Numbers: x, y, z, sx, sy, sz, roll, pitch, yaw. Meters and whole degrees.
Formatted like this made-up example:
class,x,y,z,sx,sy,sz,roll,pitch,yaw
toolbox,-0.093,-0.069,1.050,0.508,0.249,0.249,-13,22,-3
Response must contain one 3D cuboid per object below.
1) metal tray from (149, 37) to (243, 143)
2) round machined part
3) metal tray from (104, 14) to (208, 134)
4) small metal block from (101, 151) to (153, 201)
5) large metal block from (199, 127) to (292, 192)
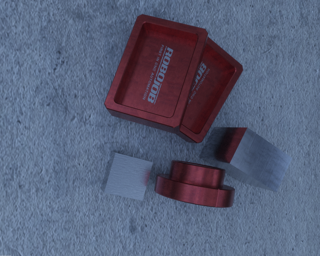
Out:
class,x,y,z,sx,sy,sz,roll,pitch,yaw
metal tray,0.046,-0.055,0.424,0.090,0.030,0.130,35,79,-17
round machined part,0.045,0.066,0.388,0.099,0.098,0.042,11,86,-20
metal tray,-0.002,-0.067,0.378,0.090,0.030,0.130,16,77,8
small metal block,-0.042,0.061,0.394,0.050,0.025,0.050,17,84,-20
large metal block,0.114,0.040,0.424,0.080,0.080,0.050,32,80,-18
